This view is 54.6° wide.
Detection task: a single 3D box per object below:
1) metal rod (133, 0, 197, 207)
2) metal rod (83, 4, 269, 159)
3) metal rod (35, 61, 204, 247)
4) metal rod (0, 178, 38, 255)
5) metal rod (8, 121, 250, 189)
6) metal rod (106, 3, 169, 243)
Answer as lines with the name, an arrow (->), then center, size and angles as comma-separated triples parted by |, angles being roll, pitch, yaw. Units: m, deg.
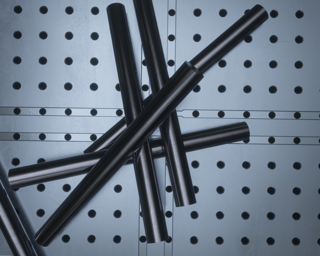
metal rod -> 0.001, -0.054, 0.388 | 0.025, 0.025, 0.299 | -12, 80, 0
metal rod -> 0.021, -0.057, 0.413 | 0.300, 0.025, 0.025 | -40, 90, 0
metal rod -> -0.060, 0.044, 0.362 | 0.025, 0.025, 0.299 | 43, 110, 0
metal rod -> -0.193, 0.139, 0.412 | 0.025, 0.025, 0.299 | -26, 90, 0
metal rod -> -0.032, 0.033, 0.395 | 0.302, 0.025, 0.025 | -11, 90, -7
metal rod -> -0.031, -0.016, 0.381 | 0.025, 0.025, 0.299 | -11, 77, 0
